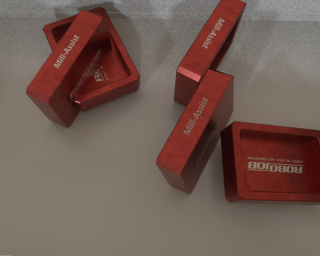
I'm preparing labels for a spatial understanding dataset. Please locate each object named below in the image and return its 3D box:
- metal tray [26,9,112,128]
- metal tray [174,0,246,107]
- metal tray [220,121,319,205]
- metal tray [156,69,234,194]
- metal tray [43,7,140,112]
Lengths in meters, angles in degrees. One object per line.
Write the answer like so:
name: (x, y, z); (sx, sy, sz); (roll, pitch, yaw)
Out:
metal tray: (-0.109, -0.074, 0.401); (0.030, 0.090, 0.130); (24, 71, 7)
metal tray: (0.064, -0.098, 0.411); (0.030, 0.090, 0.130); (29, 72, 10)
metal tray: (0.141, 0.044, 0.372); (0.131, 0.030, 0.090); (5, 69, -16)
metal tray: (0.047, 0.006, 0.370); (0.030, 0.090, 0.130); (23, 71, 22)
metal tray: (-0.094, -0.097, 0.429); (0.091, 0.030, 0.130); (-24, 74, -12)
